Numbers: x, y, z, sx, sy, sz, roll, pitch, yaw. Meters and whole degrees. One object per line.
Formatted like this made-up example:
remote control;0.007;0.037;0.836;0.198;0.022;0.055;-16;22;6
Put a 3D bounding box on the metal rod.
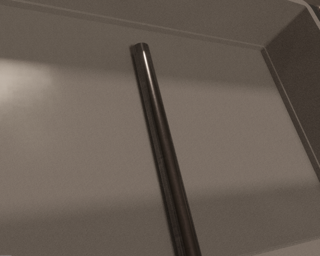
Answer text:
metal rod;0.002;0.012;0.400;0.025;0.025;0.299;1;61;-28
